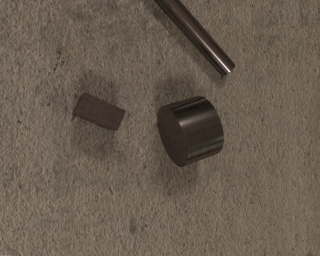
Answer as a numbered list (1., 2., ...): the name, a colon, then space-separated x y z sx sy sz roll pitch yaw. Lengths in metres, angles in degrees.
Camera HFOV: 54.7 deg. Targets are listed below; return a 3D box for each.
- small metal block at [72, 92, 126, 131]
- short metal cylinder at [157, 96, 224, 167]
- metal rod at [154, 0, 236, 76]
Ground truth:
1. small metal block: -0.074 -0.018 0.369 0.050 0.050 0.025 24 82 -19
2. short metal cylinder: 0.037 0.004 0.395 0.050 0.080 0.080 -18 96 -19
3. metal rod: -0.005 -0.184 0.407 0.300 0.025 0.025 44 76 -15
